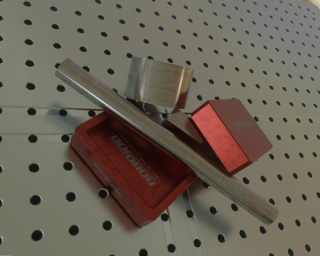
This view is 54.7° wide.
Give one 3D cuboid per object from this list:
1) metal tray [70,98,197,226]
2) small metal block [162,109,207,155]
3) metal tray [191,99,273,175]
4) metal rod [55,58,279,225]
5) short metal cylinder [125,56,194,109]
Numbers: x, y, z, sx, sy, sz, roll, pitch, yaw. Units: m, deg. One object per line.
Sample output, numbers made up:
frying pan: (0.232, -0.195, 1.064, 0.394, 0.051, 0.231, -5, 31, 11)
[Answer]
metal tray: (-0.028, 0.035, 0.363, 0.130, 0.030, 0.091, 49, 51, 6)
small metal block: (0.024, 0.008, 0.394, 0.050, 0.050, 0.025, 35, 51, -5)
metal tray: (0.102, 0.005, 0.419, 0.090, 0.030, 0.131, 57, 28, 13)
metal rod: (0.012, 0.019, 0.360, 0.301, 0.025, 0.025, 36, 51, -5)
short metal cylinder: (-0.001, -0.058, 0.395, 0.081, 0.080, 0.050, 8, 100, -24)
